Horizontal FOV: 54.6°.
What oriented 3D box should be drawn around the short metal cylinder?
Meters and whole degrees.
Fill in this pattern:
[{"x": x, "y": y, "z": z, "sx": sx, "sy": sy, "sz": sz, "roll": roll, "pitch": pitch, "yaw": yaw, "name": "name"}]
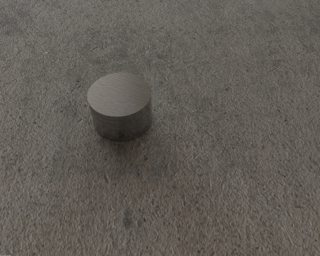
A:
[{"x": -0.051, "y": -0.028, "z": 0.411, "sx": 0.080, "sy": 0.050, "sz": 0.080, "roll": 0, "pitch": 50, "yaw": 0, "name": "short metal cylinder"}]
